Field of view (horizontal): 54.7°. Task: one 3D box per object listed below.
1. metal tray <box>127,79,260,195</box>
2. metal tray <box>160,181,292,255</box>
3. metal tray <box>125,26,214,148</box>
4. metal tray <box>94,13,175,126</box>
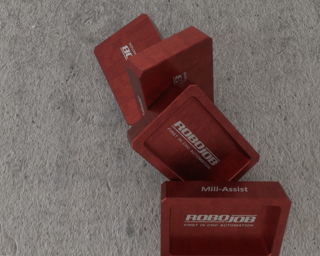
[{"bbox_3d":[0.040,0.021,0.345,0.090,0.030,0.130,-45,116,3],"label":"metal tray"},{"bbox_3d":[0.066,0.103,0.338,0.131,0.089,0.030,0,26,0],"label":"metal tray"},{"bbox_3d":[0.018,-0.041,0.363,0.090,0.129,0.030,-31,52,-15],"label":"metal tray"},{"bbox_3d":[-0.024,-0.076,0.415,0.090,0.030,0.130,-31,72,13],"label":"metal tray"}]
